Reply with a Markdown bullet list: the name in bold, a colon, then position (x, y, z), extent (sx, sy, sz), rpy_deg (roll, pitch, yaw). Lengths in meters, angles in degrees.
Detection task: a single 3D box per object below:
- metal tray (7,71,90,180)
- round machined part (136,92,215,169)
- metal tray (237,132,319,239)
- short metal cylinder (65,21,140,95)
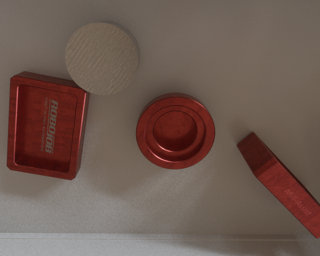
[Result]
- **metal tray**: position (-0.146, -0.001, 0.406), extent (0.091, 0.030, 0.129), rpy_deg (11, 110, -5)
- **round machined part**: position (0.019, 0.001, 0.403), extent (0.099, 0.042, 0.097), rpy_deg (0, 110, -1)
- **metal tray**: position (0.162, 0.072, 0.405), extent (0.030, 0.090, 0.130), rpy_deg (-43, 105, 14)
- **short metal cylinder**: position (-0.065, -0.084, 0.366), extent (0.081, 0.050, 0.079), rpy_deg (0, 110, -1)
